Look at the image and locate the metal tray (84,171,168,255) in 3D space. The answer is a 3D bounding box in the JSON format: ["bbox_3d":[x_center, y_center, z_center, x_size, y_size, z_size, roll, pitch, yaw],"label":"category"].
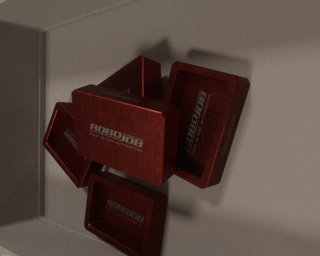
[{"bbox_3d":[-0.054,0.122,0.445,0.130,0.030,0.089,13,98,39],"label":"metal tray"}]

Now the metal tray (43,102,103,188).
[{"bbox_3d":[-0.142,0.025,0.517,0.130,0.030,0.089,39,114,32],"label":"metal tray"}]

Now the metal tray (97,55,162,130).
[{"bbox_3d":[-0.051,-0.030,0.419,0.130,0.030,0.090,-22,62,45],"label":"metal tray"}]

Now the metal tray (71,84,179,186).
[{"bbox_3d":[-0.043,0.005,0.366,0.130,0.030,0.089,16,118,27],"label":"metal tray"}]

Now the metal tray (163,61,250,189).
[{"bbox_3d":[0.042,-0.006,0.367,0.090,0.030,0.129,23,104,37],"label":"metal tray"}]
